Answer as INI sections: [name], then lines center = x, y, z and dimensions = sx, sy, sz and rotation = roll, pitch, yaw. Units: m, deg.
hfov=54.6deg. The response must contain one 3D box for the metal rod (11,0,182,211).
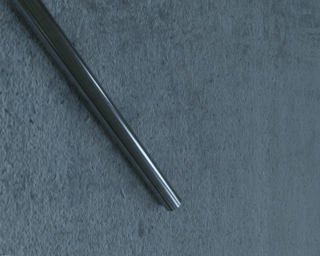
[metal rod]
center = -0.056, -0.012, 0.356
dimensions = 0.025, 0.025, 0.299
rotation = -48, 118, -29
